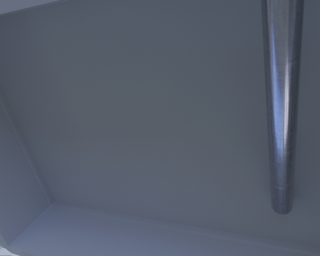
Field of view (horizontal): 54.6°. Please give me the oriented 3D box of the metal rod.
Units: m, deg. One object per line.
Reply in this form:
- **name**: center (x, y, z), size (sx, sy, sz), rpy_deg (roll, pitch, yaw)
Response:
- **metal rod**: center (0.111, 0.002, 0.283), size (0.025, 0.025, 0.299), rpy_deg (6, 143, 25)
